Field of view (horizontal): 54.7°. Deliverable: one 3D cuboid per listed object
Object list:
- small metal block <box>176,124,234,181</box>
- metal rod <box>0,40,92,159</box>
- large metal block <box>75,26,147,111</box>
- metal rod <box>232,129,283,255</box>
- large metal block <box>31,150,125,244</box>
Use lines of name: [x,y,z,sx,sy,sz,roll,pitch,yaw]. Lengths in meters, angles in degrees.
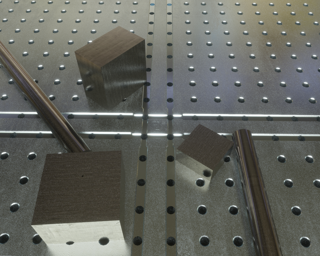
small metal block: [0.055,0.029,0.383,0.050,0.025,0.050,30,56,23]
metal rod: [-0.186,-0.053,0.450,0.025,0.025,0.300,-32,57,-24]
large metal block: [-0.066,-0.085,0.443,0.050,0.080,0.080,34,58,25]
metal rod: [0.107,0.124,0.303,0.025,0.025,0.300,0,50,0]
large metal block: [-0.080,0.073,0.330,0.081,0.050,0.080,-2,50,-2]
